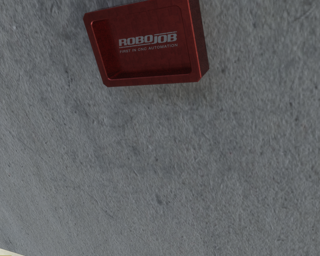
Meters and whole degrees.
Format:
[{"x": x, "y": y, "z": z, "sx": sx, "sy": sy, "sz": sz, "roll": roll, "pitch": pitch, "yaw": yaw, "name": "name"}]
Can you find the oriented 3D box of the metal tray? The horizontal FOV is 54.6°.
[{"x": -0.016, "y": -0.096, "z": 0.353, "sx": 0.130, "sy": 0.030, "sz": 0.090, "roll": 1, "pitch": 119, "yaw": 28, "name": "metal tray"}]
